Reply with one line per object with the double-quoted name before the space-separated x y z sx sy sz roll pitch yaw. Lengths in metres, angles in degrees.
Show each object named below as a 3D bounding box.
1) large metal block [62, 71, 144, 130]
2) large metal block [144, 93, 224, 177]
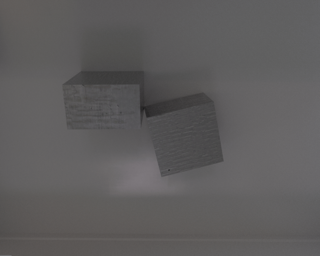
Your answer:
"large metal block" -0.061 -0.036 0.368 0.080 0.080 0.050 0 110 0
"large metal block" 0.029 0.007 0.396 0.080 0.050 0.080 -14 110 -2
